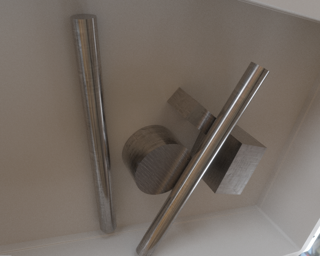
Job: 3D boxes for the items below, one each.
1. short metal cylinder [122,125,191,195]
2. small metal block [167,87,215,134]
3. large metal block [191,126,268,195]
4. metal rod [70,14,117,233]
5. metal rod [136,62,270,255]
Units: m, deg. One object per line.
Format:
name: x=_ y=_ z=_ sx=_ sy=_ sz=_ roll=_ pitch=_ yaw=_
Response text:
short metal cylinder: x=-0.005 y=0.043 z=0.418 sx=0.081 sy=0.050 sz=0.079 roll=-14 pitch=125 yaw=-21
small metal block: x=0.044 y=-0.022 z=0.405 sx=0.025 sy=0.050 sz=0.050 roll=-50 pitch=129 yaw=6
large metal block: x=0.093 y=0.039 z=0.450 sx=0.050 sy=0.080 sz=0.079 roll=10 pitch=113 yaw=-33
metal rod: x=-0.075 y=0.018 z=0.379 sx=0.025 sy=0.025 sz=0.298 roll=-14 pitch=124 yaw=-21
metal rod: x=0.048 y=0.053 z=0.404 sx=0.025 sy=0.025 sz=0.298 roll=18 pitch=109 yaw=-36
